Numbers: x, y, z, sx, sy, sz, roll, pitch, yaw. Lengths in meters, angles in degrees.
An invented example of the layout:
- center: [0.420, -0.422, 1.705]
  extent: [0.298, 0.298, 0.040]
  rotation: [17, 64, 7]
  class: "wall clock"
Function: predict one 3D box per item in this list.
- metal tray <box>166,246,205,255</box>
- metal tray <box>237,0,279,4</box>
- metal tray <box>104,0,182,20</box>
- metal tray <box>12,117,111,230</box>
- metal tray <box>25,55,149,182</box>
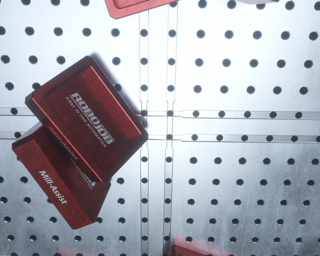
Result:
- center: [0.062, 0.253, 0.504]
  extent: [0.131, 0.030, 0.089]
  rotation: [22, 109, -8]
  class: "metal tray"
- center: [0.113, -0.195, 0.307]
  extent: [0.030, 0.090, 0.129]
  rotation: [13, 110, -5]
  class: "metal tray"
- center: [-0.030, -0.196, 0.338]
  extent: [0.090, 0.030, 0.129]
  rotation: [-15, 110, 5]
  class: "metal tray"
- center: [-0.117, 0.050, 0.394]
  extent: [0.030, 0.090, 0.130]
  rotation: [-24, 109, 15]
  class: "metal tray"
- center: [-0.083, -0.010, 0.376]
  extent: [0.030, 0.090, 0.130]
  rotation: [-13, 118, 52]
  class: "metal tray"
